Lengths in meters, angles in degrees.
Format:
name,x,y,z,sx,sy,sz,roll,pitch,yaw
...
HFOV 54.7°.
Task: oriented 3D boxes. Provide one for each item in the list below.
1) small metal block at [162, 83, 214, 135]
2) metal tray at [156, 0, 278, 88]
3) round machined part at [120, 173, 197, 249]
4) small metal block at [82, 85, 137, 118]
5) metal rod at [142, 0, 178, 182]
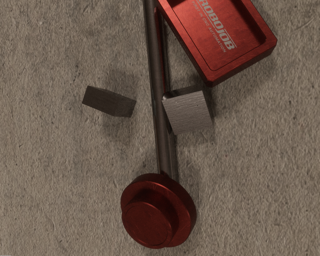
name,x,y,z,sx,sy,sz,roll,pitch,yaw
small metal block,0.036,-0.023,0.384,0.050,0.025,0.050,-12,116,19
metal tray,0.065,-0.126,0.371,0.090,0.030,0.130,-30,80,2
round machined part,-0.008,0.109,0.384,0.098,0.042,0.097,11,116,23
small metal block,-0.067,-0.035,0.418,0.050,0.050,0.025,22,97,18
metal rod,-0.001,-0.060,0.408,0.025,0.025,0.298,-6,88,19
